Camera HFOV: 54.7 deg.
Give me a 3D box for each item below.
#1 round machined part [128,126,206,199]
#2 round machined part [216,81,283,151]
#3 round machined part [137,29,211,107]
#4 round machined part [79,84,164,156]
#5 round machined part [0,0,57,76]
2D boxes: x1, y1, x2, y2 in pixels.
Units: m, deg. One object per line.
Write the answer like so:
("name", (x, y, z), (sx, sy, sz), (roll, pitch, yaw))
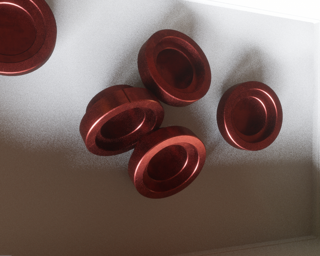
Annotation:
("round machined part", (0.005, 0.038, 0.389), (0.099, 0.042, 0.097), (-16, 129, -21))
("round machined part", (0.124, -0.017, 0.449), (0.099, 0.042, 0.097), (0, 90, -21))
("round machined part", (0.014, -0.072, 0.397), (0.099, 0.042, 0.098), (12, 67, -29))
("round machined part", (-0.048, -0.013, 0.365), (0.099, 0.097, 0.042), (-21, 60, -19))
("round machined part", (-0.166, -0.106, 0.340), (0.099, 0.042, 0.097), (0, 90, -21))
